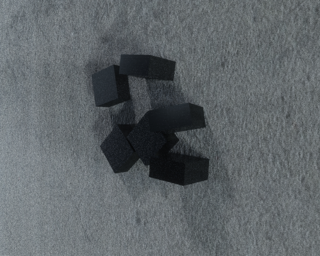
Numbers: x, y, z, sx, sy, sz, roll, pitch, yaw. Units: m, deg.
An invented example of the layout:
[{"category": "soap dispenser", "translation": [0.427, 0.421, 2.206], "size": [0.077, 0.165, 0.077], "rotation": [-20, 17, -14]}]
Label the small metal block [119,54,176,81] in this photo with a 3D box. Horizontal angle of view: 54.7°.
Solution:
[{"category": "small metal block", "translation": [-0.016, -0.078, 0.400], "size": [0.050, 0.050, 0.025], "rotation": [12, 98, 39]}]

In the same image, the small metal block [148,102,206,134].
[{"category": "small metal block", "translation": [0.021, -0.010, 0.363], "size": [0.050, 0.050, 0.025], "rotation": [-10, 83, 24]}]

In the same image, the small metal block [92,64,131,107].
[{"category": "small metal block", "translation": [-0.074, -0.061, 0.463], "size": [0.050, 0.025, 0.050], "rotation": [-14, 81, 38]}]

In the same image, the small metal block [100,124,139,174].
[{"category": "small metal block", "translation": [-0.054, 0.030, 0.447], "size": [0.050, 0.025, 0.050], "rotation": [-48, 62, 29]}]

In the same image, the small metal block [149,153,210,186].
[{"category": "small metal block", "translation": [0.023, 0.048, 0.368], "size": [0.050, 0.050, 0.025], "rotation": [7, 95, 39]}]

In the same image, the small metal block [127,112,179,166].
[{"category": "small metal block", "translation": [-0.010, 0.014, 0.412], "size": [0.050, 0.025, 0.050], "rotation": [-50, 61, 28]}]
